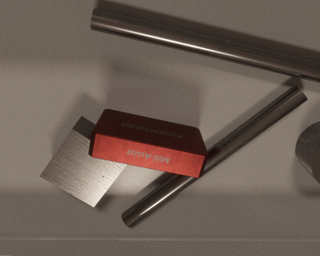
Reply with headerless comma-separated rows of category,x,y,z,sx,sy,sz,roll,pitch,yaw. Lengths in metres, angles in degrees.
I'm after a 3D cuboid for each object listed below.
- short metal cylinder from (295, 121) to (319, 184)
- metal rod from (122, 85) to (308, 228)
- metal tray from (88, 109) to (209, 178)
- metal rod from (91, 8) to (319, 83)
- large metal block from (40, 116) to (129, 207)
short metal cylinder,0.232,0.035,0.414,0.081,0.050,0.079,0,110,-1
metal rod,0.066,0.046,0.429,0.300,0.025,0.025,-38,106,12
metal tray,-0.013,0.016,0.382,0.131,0.090,0.030,12,110,-5
metal rod,0.069,-0.097,0.376,0.302,0.025,0.025,12,110,-5
large metal block,-0.096,0.044,0.413,0.080,0.050,0.080,34,106,-12
